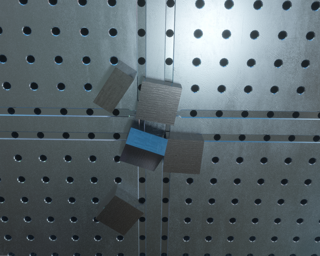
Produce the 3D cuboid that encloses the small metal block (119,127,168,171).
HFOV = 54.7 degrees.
[{"bbox_3d":[-0.023,0.030,0.411,0.050,0.025,0.050,19,145,-7],"label":"small metal block"}]

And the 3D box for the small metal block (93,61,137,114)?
[{"bbox_3d":[-0.054,-0.052,0.380,0.025,0.050,0.050,33,107,-12],"label":"small metal block"}]

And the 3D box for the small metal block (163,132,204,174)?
[{"bbox_3d":[0.031,0.034,0.427,0.050,0.025,0.050,4,110,-2],"label":"small metal block"}]

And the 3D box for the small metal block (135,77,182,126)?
[{"bbox_3d":[-0.002,-0.035,0.401,0.050,0.025,0.050,10,110,-5],"label":"small metal block"}]

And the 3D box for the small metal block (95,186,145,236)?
[{"bbox_3d":[-0.058,0.123,0.458,0.050,0.025,0.050,35,106,-13],"label":"small metal block"}]
